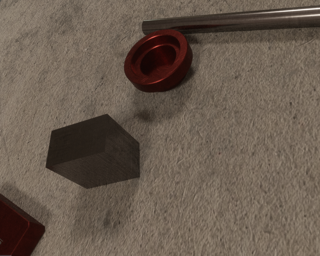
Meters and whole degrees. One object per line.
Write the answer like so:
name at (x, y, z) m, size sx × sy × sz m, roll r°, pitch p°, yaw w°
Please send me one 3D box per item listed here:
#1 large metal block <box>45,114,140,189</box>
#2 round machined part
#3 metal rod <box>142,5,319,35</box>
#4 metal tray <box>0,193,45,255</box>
large metal block at (-0.080, 0.033, 0.389) m, size 0.080 × 0.080 × 0.050 m, roll -16°, pitch 56°, yaw 19°
round machined part at (0.001, -0.091, 0.447) m, size 0.098 × 0.042 × 0.098 m, roll -13°, pitch 56°, yaw 20°
metal rod at (0.105, -0.151, 0.440) m, size 0.300 × 0.025 × 0.025 m, roll 7°, pitch 65°, yaw 31°
metal tray at (-0.229, 0.149, 0.427) m, size 0.130 × 0.030 × 0.090 m, roll 18°, pitch 71°, yaw 34°
